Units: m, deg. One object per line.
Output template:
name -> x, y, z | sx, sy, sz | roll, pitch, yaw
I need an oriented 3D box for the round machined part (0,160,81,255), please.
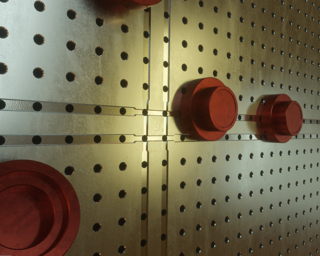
round machined part -> -0.126, 0.081, 0.277 | 0.099, 0.042, 0.098 | 21, 52, -29

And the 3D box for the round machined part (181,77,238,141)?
round machined part -> 0.081, -0.028, 0.468 | 0.099, 0.042, 0.097 | 0, 90, -40

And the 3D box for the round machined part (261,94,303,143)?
round machined part -> 0.244, -0.019, 0.607 | 0.099, 0.042, 0.097 | 0, 90, -40

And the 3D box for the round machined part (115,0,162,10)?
round machined part -> -0.036, -0.190, 0.369 | 0.099, 0.042, 0.097 | 0, 91, -40
